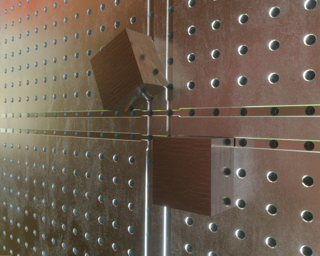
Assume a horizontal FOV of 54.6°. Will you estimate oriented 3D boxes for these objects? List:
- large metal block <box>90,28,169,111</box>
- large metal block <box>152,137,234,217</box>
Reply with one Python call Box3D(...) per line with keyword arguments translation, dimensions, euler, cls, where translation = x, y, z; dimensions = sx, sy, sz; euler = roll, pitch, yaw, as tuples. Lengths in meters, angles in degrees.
Box3D(translation=(-0.044, -0.077, 0.431), dimensions=(0.080, 0.050, 0.080), euler=(-29, 72, 36), cls="large metal block")
Box3D(translation=(0.038, 0.051, 0.363), dimensions=(0.080, 0.050, 0.080), euler=(0, 90, 40), cls="large metal block")
